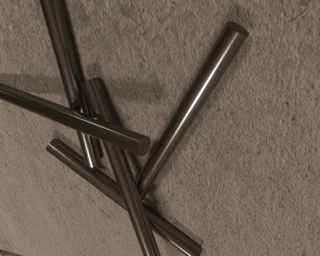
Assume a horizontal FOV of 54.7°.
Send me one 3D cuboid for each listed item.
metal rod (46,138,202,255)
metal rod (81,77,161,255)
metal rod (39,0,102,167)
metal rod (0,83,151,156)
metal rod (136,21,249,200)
[{"bbox_3d":[-0.060,0.116,0.508,0.301,0.025,0.025,36,129,3],"label":"metal rod"},{"bbox_3d":[-0.051,0.074,0.449,0.025,0.025,0.298,-9,106,32],"label":"metal rod"},{"bbox_3d":[-0.123,-0.074,0.423,0.025,0.025,0.298,7,122,24],"label":"metal rod"},{"bbox_3d":[-0.144,-0.021,0.437,0.300,0.025,0.025,19,126,28],"label":"metal rod"},{"bbox_3d":[0.020,0.004,0.397,0.025,0.025,0.298,34,129,6],"label":"metal rod"}]
